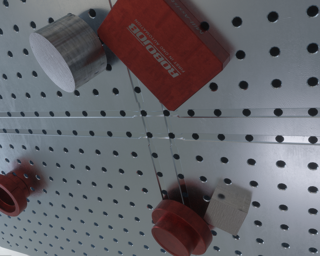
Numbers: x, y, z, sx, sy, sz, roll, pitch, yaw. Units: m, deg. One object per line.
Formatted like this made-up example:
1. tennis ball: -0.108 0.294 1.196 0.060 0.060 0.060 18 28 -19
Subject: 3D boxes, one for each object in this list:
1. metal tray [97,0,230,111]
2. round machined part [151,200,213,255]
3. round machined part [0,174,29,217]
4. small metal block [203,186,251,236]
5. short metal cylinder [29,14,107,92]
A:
1. metal tray: 0.002 -0.093 0.350 0.130 0.030 0.090 46 129 -5
2. round machined part: 0.026 0.159 0.469 0.098 0.042 0.097 26 140 24
3. round machined part: -0.317 0.135 0.651 0.098 0.042 0.097 13 124 21
4. small metal block: 0.093 0.117 0.435 0.050 0.025 0.050 22 127 14
5. short metal cylinder: -0.112 -0.091 0.380 0.080 0.050 0.080 34 149 24
